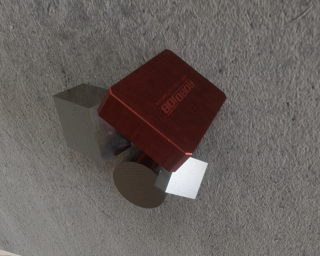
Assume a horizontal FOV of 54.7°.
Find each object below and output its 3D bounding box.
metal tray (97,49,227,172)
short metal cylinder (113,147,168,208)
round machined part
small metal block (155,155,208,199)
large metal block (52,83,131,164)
[{"bbox_3d":[0.010,-0.026,0.317,0.090,0.131,0.030,39,129,1],"label":"metal tray"},{"bbox_3d":[-0.019,0.067,0.443,0.080,0.050,0.079,13,124,20],"label":"short metal cylinder"},{"bbox_3d":[-0.006,-0.008,0.395,0.098,0.042,0.097,13,124,20],"label":"round machined part"},{"bbox_3d":[0.028,0.060,0.399,0.050,0.050,0.025,21,178,-34],"label":"small metal block"},{"bbox_3d":[-0.091,-0.008,0.417,0.080,0.050,0.079,18,128,38],"label":"large metal block"}]
